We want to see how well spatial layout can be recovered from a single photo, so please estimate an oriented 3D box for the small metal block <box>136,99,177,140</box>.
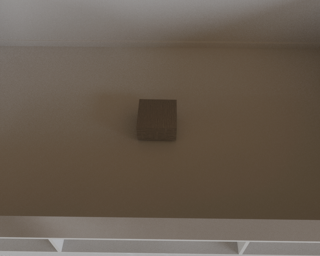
[{"bbox_3d":[-0.003,-0.011,0.410,0.050,0.025,0.050,1,50,1],"label":"small metal block"}]
